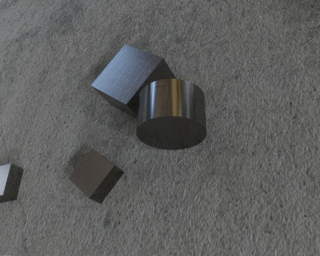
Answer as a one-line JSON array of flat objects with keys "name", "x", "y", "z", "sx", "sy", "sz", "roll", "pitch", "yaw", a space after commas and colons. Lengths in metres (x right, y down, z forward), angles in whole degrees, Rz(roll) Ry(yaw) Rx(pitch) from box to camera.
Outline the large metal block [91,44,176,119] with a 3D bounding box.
[{"name": "large metal block", "x": -0.037, "y": -0.065, "z": 0.446, "sx": 0.080, "sy": 0.050, "sz": 0.080, "roll": 29, "pitch": 78, "yaw": 37}]

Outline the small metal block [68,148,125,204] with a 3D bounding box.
[{"name": "small metal block", "x": -0.084, "y": 0.063, "z": 0.408, "sx": 0.050, "sy": 0.025, "sz": 0.050, "roll": 29, "pitch": 77, "yaw": 37}]

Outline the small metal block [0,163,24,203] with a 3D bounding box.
[{"name": "small metal block", "x": -0.244, "y": 0.086, "z": 0.476, "sx": 0.050, "sy": 0.025, "sz": 0.050, "roll": -14, "pitch": 56, "yaw": 20}]

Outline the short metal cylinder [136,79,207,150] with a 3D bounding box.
[{"name": "short metal cylinder", "x": 0.014, "y": -0.014, "z": 0.369, "sx": 0.080, "sy": 0.080, "sz": 0.050, "roll": -11, "pitch": 57, "yaw": 22}]
